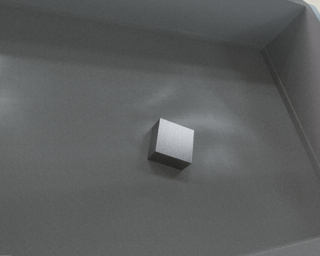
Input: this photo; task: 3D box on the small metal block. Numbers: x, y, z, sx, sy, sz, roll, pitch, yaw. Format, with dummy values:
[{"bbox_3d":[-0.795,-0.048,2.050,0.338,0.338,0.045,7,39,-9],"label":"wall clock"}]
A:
[{"bbox_3d":[0.015,0.021,0.402,0.050,0.025,0.050,20,54,-17],"label":"small metal block"}]
